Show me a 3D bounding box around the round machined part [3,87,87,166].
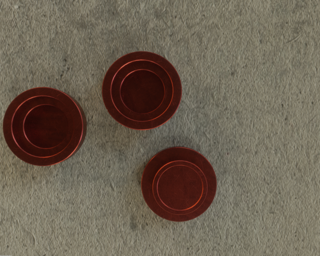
[{"bbox_3d":[-0.144,-0.002,0.400,0.099,0.042,0.097,0,90,0],"label":"round machined part"}]

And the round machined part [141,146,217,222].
[{"bbox_3d":[0.025,0.074,0.402,0.099,0.042,0.097,0,90,0],"label":"round machined part"}]

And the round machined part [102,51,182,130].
[{"bbox_3d":[-0.022,-0.046,0.401,0.099,0.042,0.097,0,90,0],"label":"round machined part"}]
